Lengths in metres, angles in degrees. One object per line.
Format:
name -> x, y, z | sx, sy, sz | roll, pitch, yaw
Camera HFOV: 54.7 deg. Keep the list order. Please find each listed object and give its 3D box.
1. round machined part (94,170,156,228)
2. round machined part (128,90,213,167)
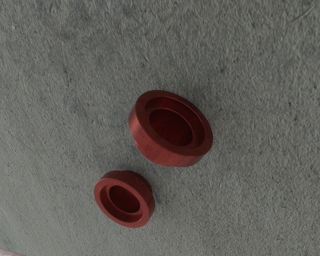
round machined part -> -0.051, 0.106, 0.489 | 0.098, 0.042, 0.097 | 13, 124, 21
round machined part -> 0.009, 0.005, 0.358 | 0.098, 0.098, 0.042 | 38, 129, 3
